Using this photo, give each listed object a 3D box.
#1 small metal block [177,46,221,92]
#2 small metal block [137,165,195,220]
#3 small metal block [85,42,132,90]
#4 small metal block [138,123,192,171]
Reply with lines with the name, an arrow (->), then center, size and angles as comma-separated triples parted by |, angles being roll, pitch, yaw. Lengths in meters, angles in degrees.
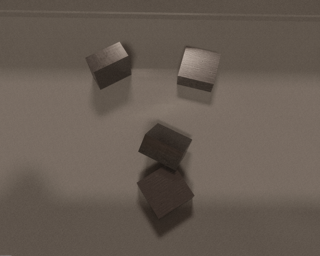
small metal block -> 0.055, -0.084, 0.441 | 0.050, 0.025, 0.050 | 14, 71, 5
small metal block -> 0.006, 0.077, 0.382 | 0.050, 0.025, 0.050 | -31, 73, -11
small metal block -> -0.069, -0.084, 0.426 | 0.050, 0.050, 0.025 | -28, 73, -10
small metal block -> 0.008, 0.022, 0.386 | 0.050, 0.050, 0.025 | 26, 112, 9
